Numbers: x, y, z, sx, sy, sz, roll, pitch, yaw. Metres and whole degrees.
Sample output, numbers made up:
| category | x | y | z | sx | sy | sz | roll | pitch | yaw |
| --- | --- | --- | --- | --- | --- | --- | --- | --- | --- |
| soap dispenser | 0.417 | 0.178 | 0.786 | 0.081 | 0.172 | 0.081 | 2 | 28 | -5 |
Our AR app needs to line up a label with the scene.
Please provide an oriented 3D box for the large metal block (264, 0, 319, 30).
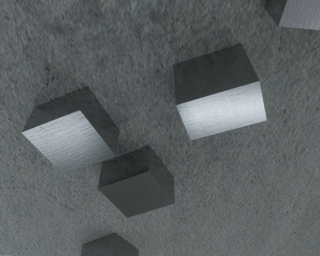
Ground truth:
| category | x | y | z | sx | sy | sz | roll | pitch | yaw |
| --- | --- | --- | --- | --- | --- | --- | --- | --- | --- |
| large metal block | 0.151 | -0.136 | 0.277 | 0.081 | 0.050 | 0.079 | 4 | 130 | -4 |

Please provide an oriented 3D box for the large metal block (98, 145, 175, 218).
| category | x | y | z | sx | sy | sz | roll | pitch | yaw |
| --- | --- | --- | --- | --- | --- | --- | --- | --- | --- |
| large metal block | -0.032 | 0.081 | 0.460 | 0.080 | 0.050 | 0.080 | -21 | 127 | 17 |

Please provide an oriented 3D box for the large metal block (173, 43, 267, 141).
| category | x | y | z | sx | sy | sz | roll | pitch | yaw |
| --- | --- | --- | --- | --- | --- | --- | --- | --- | --- |
| large metal block | 0.062 | -0.041 | 0.338 | 0.080 | 0.080 | 0.050 | -16 | 129 | 12 |

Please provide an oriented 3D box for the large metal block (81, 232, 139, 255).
| category | x | y | z | sx | sy | sz | roll | pitch | yaw |
| --- | --- | --- | --- | --- | --- | --- | --- | --- | --- |
| large metal block | -0.099 | 0.258 | 0.609 | 0.080 | 0.050 | 0.080 | -26 | 126 | 20 |

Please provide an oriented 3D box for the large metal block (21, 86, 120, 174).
| category | x | y | z | sx | sy | sz | roll | pitch | yaw |
| --- | --- | --- | --- | --- | --- | --- | --- | --- | --- |
| large metal block | -0.108 | 0.004 | 0.393 | 0.080 | 0.050 | 0.080 | -19 | 128 | 15 |
